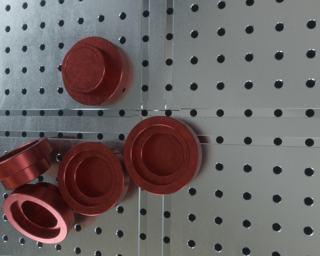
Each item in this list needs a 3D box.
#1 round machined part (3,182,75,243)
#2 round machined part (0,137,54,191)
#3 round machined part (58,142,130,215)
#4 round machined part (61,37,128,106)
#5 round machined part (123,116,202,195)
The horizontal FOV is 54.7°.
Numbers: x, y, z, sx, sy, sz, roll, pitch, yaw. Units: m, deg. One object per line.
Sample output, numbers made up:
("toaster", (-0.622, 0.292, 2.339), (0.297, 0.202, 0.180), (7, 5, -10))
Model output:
("round machined part", (-0.168, 0.117, 0.446), (0.098, 0.042, 0.097), (8, 123, 12))
("round machined part", (-0.199, 0.054, 0.446), (0.098, 0.098, 0.042), (-20, 104, 18))
("round machined part", (-0.088, 0.068, 0.431), (0.098, 0.042, 0.097), (-1, 87, 16))
("round machined part", (-0.098, -0.081, 0.437), (0.098, 0.042, 0.097), (0, 90, 19))
("round machined part", (0.006, 0.034, 0.401), (0.098, 0.042, 0.097), (0, 90, 19))
